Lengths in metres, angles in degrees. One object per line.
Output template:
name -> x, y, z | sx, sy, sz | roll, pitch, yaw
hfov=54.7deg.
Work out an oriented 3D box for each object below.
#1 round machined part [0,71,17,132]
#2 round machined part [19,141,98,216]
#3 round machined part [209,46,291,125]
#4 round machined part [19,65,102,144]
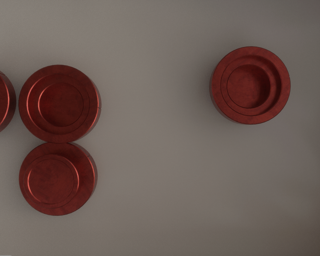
round machined part -> -0.234, -0.034, 0.400 | 0.099, 0.042, 0.097 | 0, 90, -1
round machined part -> -0.134, 0.066, 0.401 | 0.099, 0.042, 0.097 | 0, 90, -1
round machined part -> 0.113, -0.053, 0.404 | 0.099, 0.042, 0.097 | 0, 90, -1
round machined part -> -0.125, -0.029, 0.401 | 0.099, 0.042, 0.097 | 0, 90, -1
